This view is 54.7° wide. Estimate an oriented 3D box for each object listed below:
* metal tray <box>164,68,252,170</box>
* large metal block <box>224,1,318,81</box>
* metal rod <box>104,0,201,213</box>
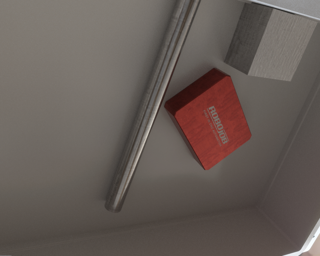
[{"bbox_3d":[0.073,-0.009,0.442,0.090,0.030,0.130,-36,130,-5],"label":"metal tray"},{"bbox_3d":[0.142,-0.111,0.404,0.081,0.050,0.079,2,118,-30],"label":"large metal block"},{"bbox_3d":[-0.016,-0.017,0.390,0.025,0.025,0.298,8,115,-32],"label":"metal rod"}]
